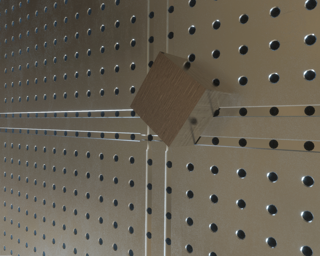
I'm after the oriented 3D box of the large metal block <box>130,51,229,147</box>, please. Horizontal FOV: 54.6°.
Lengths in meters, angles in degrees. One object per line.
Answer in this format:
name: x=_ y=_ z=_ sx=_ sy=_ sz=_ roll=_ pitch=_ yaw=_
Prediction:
large metal block: x=0.021 y=-0.034 z=0.377 sx=0.080 sy=0.050 sz=0.080 roll=46 pitch=117 yaw=30
